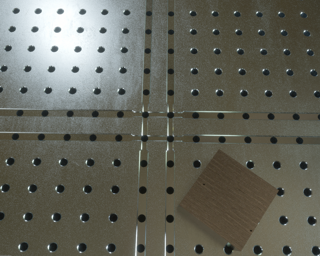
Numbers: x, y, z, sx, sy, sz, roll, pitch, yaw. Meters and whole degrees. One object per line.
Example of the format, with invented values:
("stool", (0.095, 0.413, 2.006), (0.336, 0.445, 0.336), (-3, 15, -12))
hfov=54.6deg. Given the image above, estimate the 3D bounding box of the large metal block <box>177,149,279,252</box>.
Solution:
("large metal block", (0.077, 0.086, 0.368), (0.080, 0.050, 0.080), (35, 74, 12))
